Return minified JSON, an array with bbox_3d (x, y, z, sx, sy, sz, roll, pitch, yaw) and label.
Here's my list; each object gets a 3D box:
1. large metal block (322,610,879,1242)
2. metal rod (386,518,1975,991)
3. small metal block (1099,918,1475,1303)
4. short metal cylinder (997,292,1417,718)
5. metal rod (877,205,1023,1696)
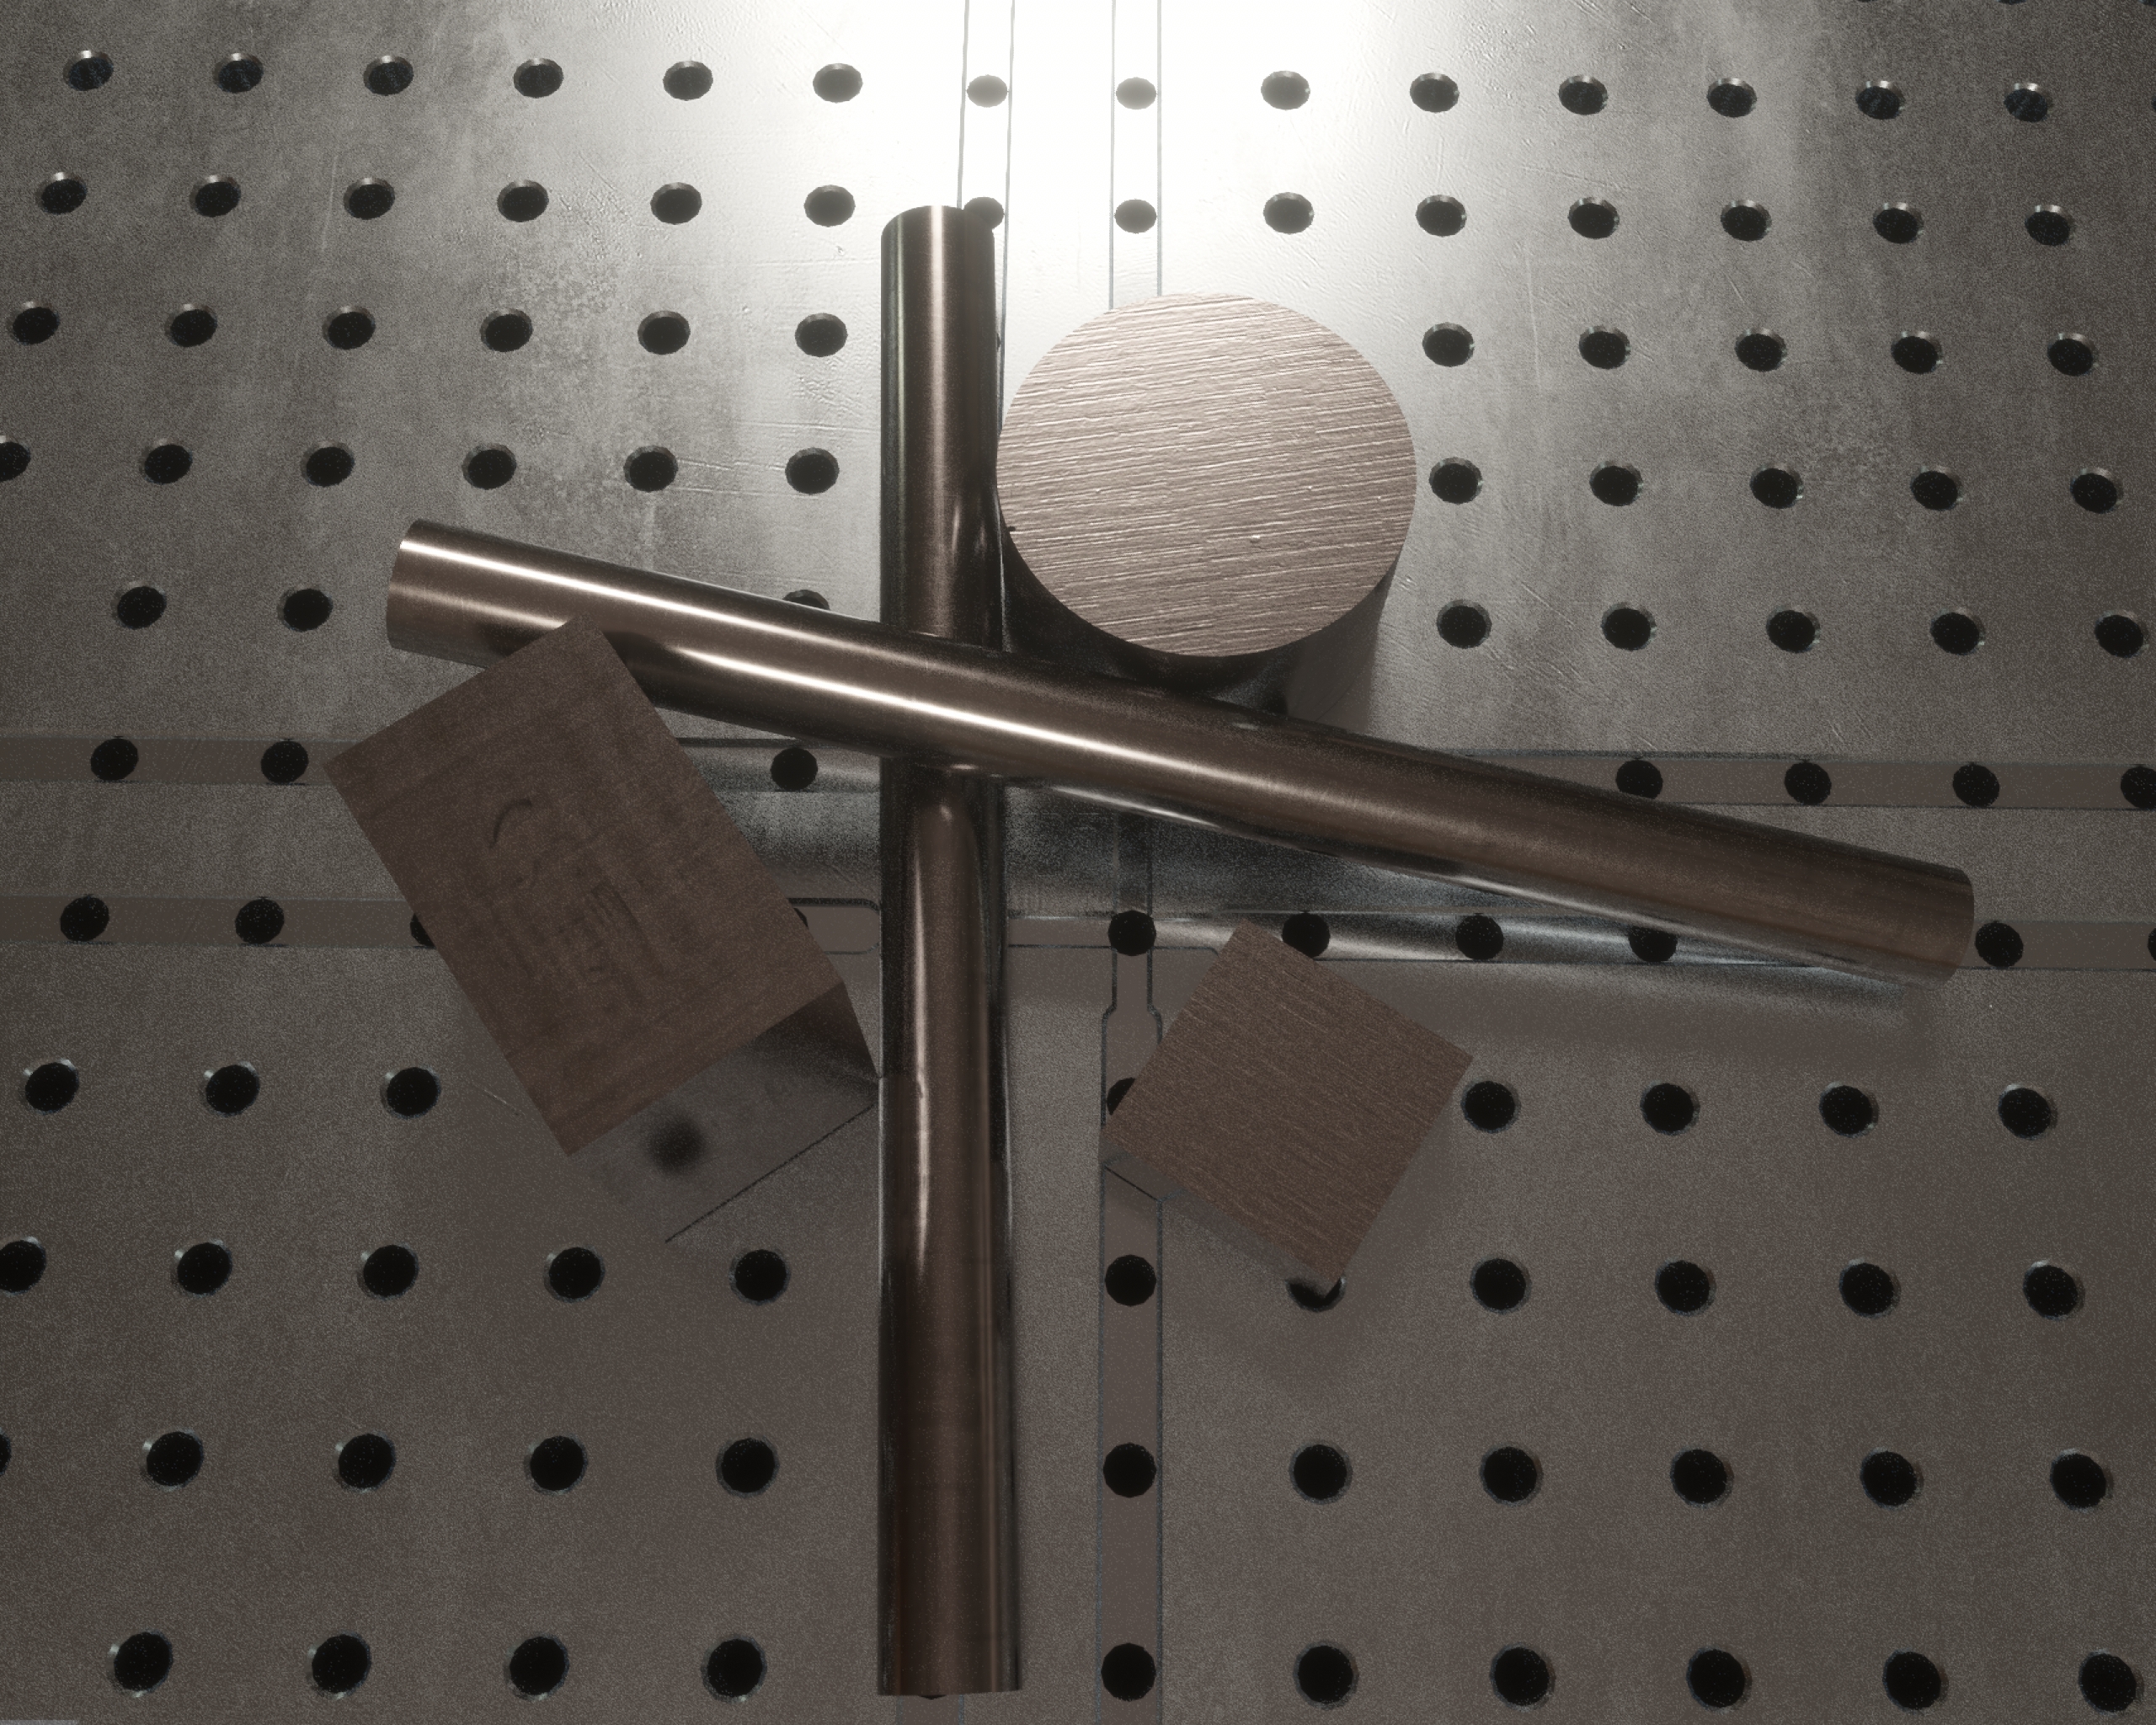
[{"bbox_3d":[-0.081,0.015,0.375,0.050,0.080,0.080,-33,74,-11],"label":"large metal block"},{"bbox_3d":[0.023,-0.019,0.399,0.302,0.025,0.025,12,70,-4],"label":"metal rod"},{"bbox_3d":[0.039,0.047,0.396,0.050,0.025,0.050,32,73,10],"label":"small metal block"},{"bbox_3d":[0.025,-0.067,0.423,0.081,0.050,0.080,0,70,0],"label":"short metal cylinder"},{"bbox_3d":[-0.026,0.003,0.410,0.025,0.025,0.299,-1,70,-1],"label":"metal rod"}]
